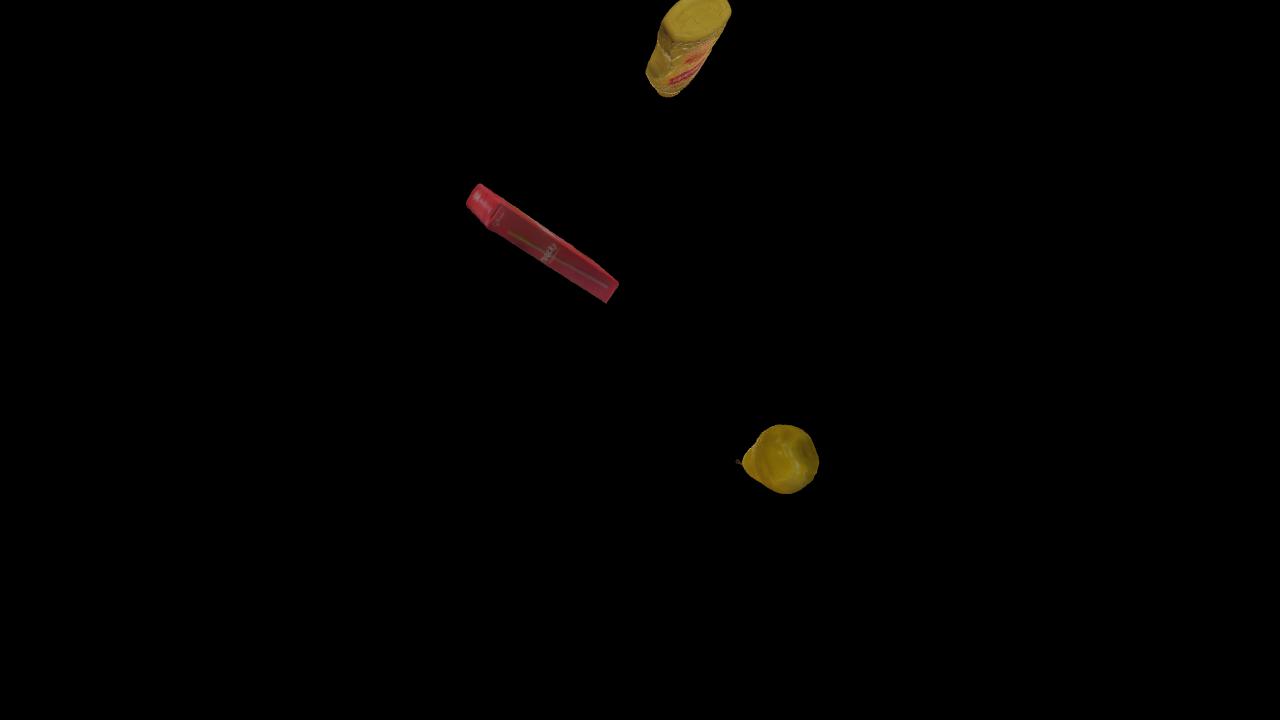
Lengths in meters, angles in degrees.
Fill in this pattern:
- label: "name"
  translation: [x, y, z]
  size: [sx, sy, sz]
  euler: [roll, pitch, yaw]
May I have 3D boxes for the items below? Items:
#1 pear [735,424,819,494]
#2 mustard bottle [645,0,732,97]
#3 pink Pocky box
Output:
- label: "pear"
  translation: [0.155, 0.125, 0.734]
  size: [0.080, 0.080, 0.111]
  euler: [0, -24, -40]
- label: "mustard bottle"
  translation: [0.052, -0.399, 0.810]
  size: [0.092, 0.054, 0.184]
  euler: [-38, 4, -11]
- label: "pink Pocky box"
  translation: [-0.097, -0.117, 0.624]
  size: [0.155, 0.029, 0.084]
  euler: [30, 9, -38]
